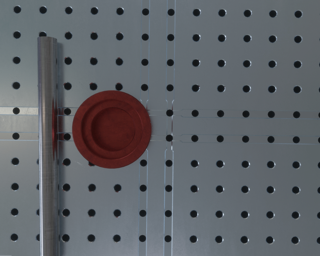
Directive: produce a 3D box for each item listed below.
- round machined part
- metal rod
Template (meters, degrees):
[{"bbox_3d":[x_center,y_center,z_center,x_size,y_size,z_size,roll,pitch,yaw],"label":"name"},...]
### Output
[{"bbox_3d":[-0.060,0.002,0.404,0.099,0.042,0.097,0,90,0],"label":"round machined part"},{"bbox_3d":[-0.148,0.031,0.412,0.025,0.025,0.298,-1,90,0],"label":"metal rod"}]
